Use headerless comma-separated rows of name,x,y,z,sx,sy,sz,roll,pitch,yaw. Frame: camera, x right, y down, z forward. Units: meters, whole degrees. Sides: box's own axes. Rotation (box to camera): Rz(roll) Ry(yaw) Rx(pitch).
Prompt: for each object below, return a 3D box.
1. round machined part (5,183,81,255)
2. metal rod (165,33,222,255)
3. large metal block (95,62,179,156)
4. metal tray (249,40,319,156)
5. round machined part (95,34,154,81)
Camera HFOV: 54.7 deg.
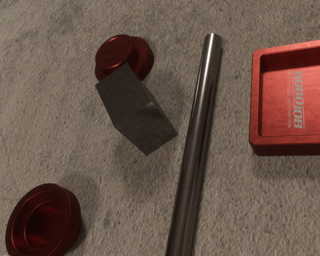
round machined part,-0.140,0.123,0.389,0.098,0.042,0.098,-13,56,20
metal rod,0.046,0.006,0.375,0.025,0.025,0.300,-1,61,27
large metal block,-0.029,-0.023,0.397,0.050,0.080,0.080,-35,52,5
metal tray,0.149,-0.034,0.342,0.090,0.030,0.130,-3,60,26
round machined part,-0.062,-0.109,0.491,0.098,0.042,0.098,-13,56,20
